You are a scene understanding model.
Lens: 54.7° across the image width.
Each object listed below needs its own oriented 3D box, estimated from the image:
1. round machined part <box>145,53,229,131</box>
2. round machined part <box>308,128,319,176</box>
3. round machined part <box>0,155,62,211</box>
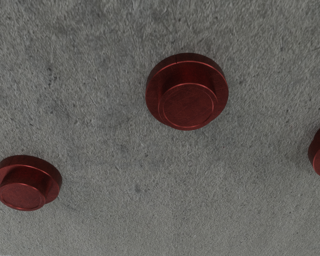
[{"bbox_3d":[0.032,-0.035,0.366,0.099,0.042,0.097,0,130,0],"label":"round machined part"},{"bbox_3d":[0.250,0.023,0.418,0.099,0.042,0.097,0,130,0],"label":"round machined part"},{"bbox_3d":[-0.204,0.090,0.470,0.099,0.042,0.097,0,130,0],"label":"round machined part"}]
